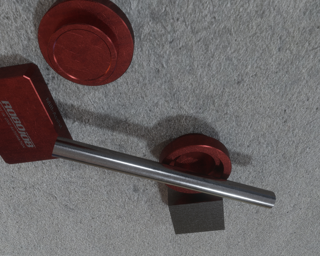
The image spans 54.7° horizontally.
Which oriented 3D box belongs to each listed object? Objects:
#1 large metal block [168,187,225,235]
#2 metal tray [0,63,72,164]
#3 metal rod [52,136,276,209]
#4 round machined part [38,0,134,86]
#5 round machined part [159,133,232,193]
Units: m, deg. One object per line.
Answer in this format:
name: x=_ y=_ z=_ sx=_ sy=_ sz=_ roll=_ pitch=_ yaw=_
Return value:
large metal block: x=0.058 y=0.124 z=0.497 sx=0.080 sy=0.050 sz=0.080 roll=-8 pitch=130 yaw=6
metal tray: x=-0.177 y=-0.013 z=0.391 sx=0.090 sy=0.030 sz=0.129 roll=-8 pitch=130 yaw=6
metal rod: x=0.016 y=0.062 z=0.405 sx=0.302 sy=0.025 sz=0.025 roll=16 pitch=128 yaw=-14
round machined part: x=-0.077 y=-0.084 z=0.323 sx=0.099 sy=0.042 sz=0.097 roll=-1 pitch=130 yaw=0
round machined part: x=0.048 y=0.045 z=0.435 sx=0.099 sy=0.042 sz=0.097 roll=-1 pitch=130 yaw=0
